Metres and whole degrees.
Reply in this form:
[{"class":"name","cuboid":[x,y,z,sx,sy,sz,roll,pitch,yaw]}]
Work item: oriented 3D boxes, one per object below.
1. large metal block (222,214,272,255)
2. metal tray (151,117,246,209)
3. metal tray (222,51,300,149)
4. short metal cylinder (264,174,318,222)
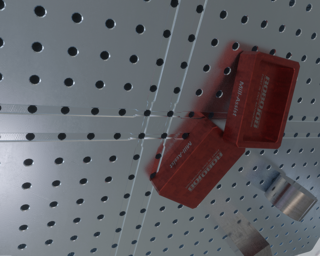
[{"class":"large metal block","cuboid":[0.175,0.234,0.616,0.050,0.080,0.080,-31,129,-8]},{"class":"metal tray","cuboid":[0.060,0.057,0.476,0.090,0.030,0.130,32,100,-38]},{"class":"metal tray","cuboid":[0.145,-0.037,0.442,0.091,0.030,0.129,4,101,-31]},{"class":"short metal cylinder","cuboid":[0.250,0.132,0.594,0.080,0.080,0.050,23,106,-37]}]
